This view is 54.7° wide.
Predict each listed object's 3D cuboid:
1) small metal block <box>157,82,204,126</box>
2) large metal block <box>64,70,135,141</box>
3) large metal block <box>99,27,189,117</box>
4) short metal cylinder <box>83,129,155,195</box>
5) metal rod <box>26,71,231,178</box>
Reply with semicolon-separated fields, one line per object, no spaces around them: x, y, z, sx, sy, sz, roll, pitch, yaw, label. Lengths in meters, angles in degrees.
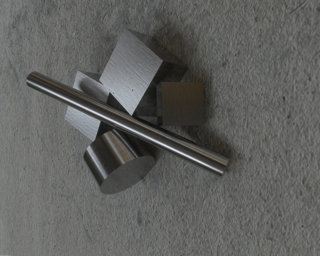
0.024;-0.028;0.368;0.025;0.050;0.050;175;94;-75;small metal block
-0.091;-0.033;0.465;0.080;0.050;0.079;31;109;35;large metal block
-0.024;-0.071;0.406;0.080;0.050;0.080;47;118;29;large metal block
-0.054;0.044;0.415;0.080;0.081;0.050;-51;60;28;short metal cylinder
-0.055;-0.013;0.398;0.301;0.025;0.025;24;106;20;metal rod
